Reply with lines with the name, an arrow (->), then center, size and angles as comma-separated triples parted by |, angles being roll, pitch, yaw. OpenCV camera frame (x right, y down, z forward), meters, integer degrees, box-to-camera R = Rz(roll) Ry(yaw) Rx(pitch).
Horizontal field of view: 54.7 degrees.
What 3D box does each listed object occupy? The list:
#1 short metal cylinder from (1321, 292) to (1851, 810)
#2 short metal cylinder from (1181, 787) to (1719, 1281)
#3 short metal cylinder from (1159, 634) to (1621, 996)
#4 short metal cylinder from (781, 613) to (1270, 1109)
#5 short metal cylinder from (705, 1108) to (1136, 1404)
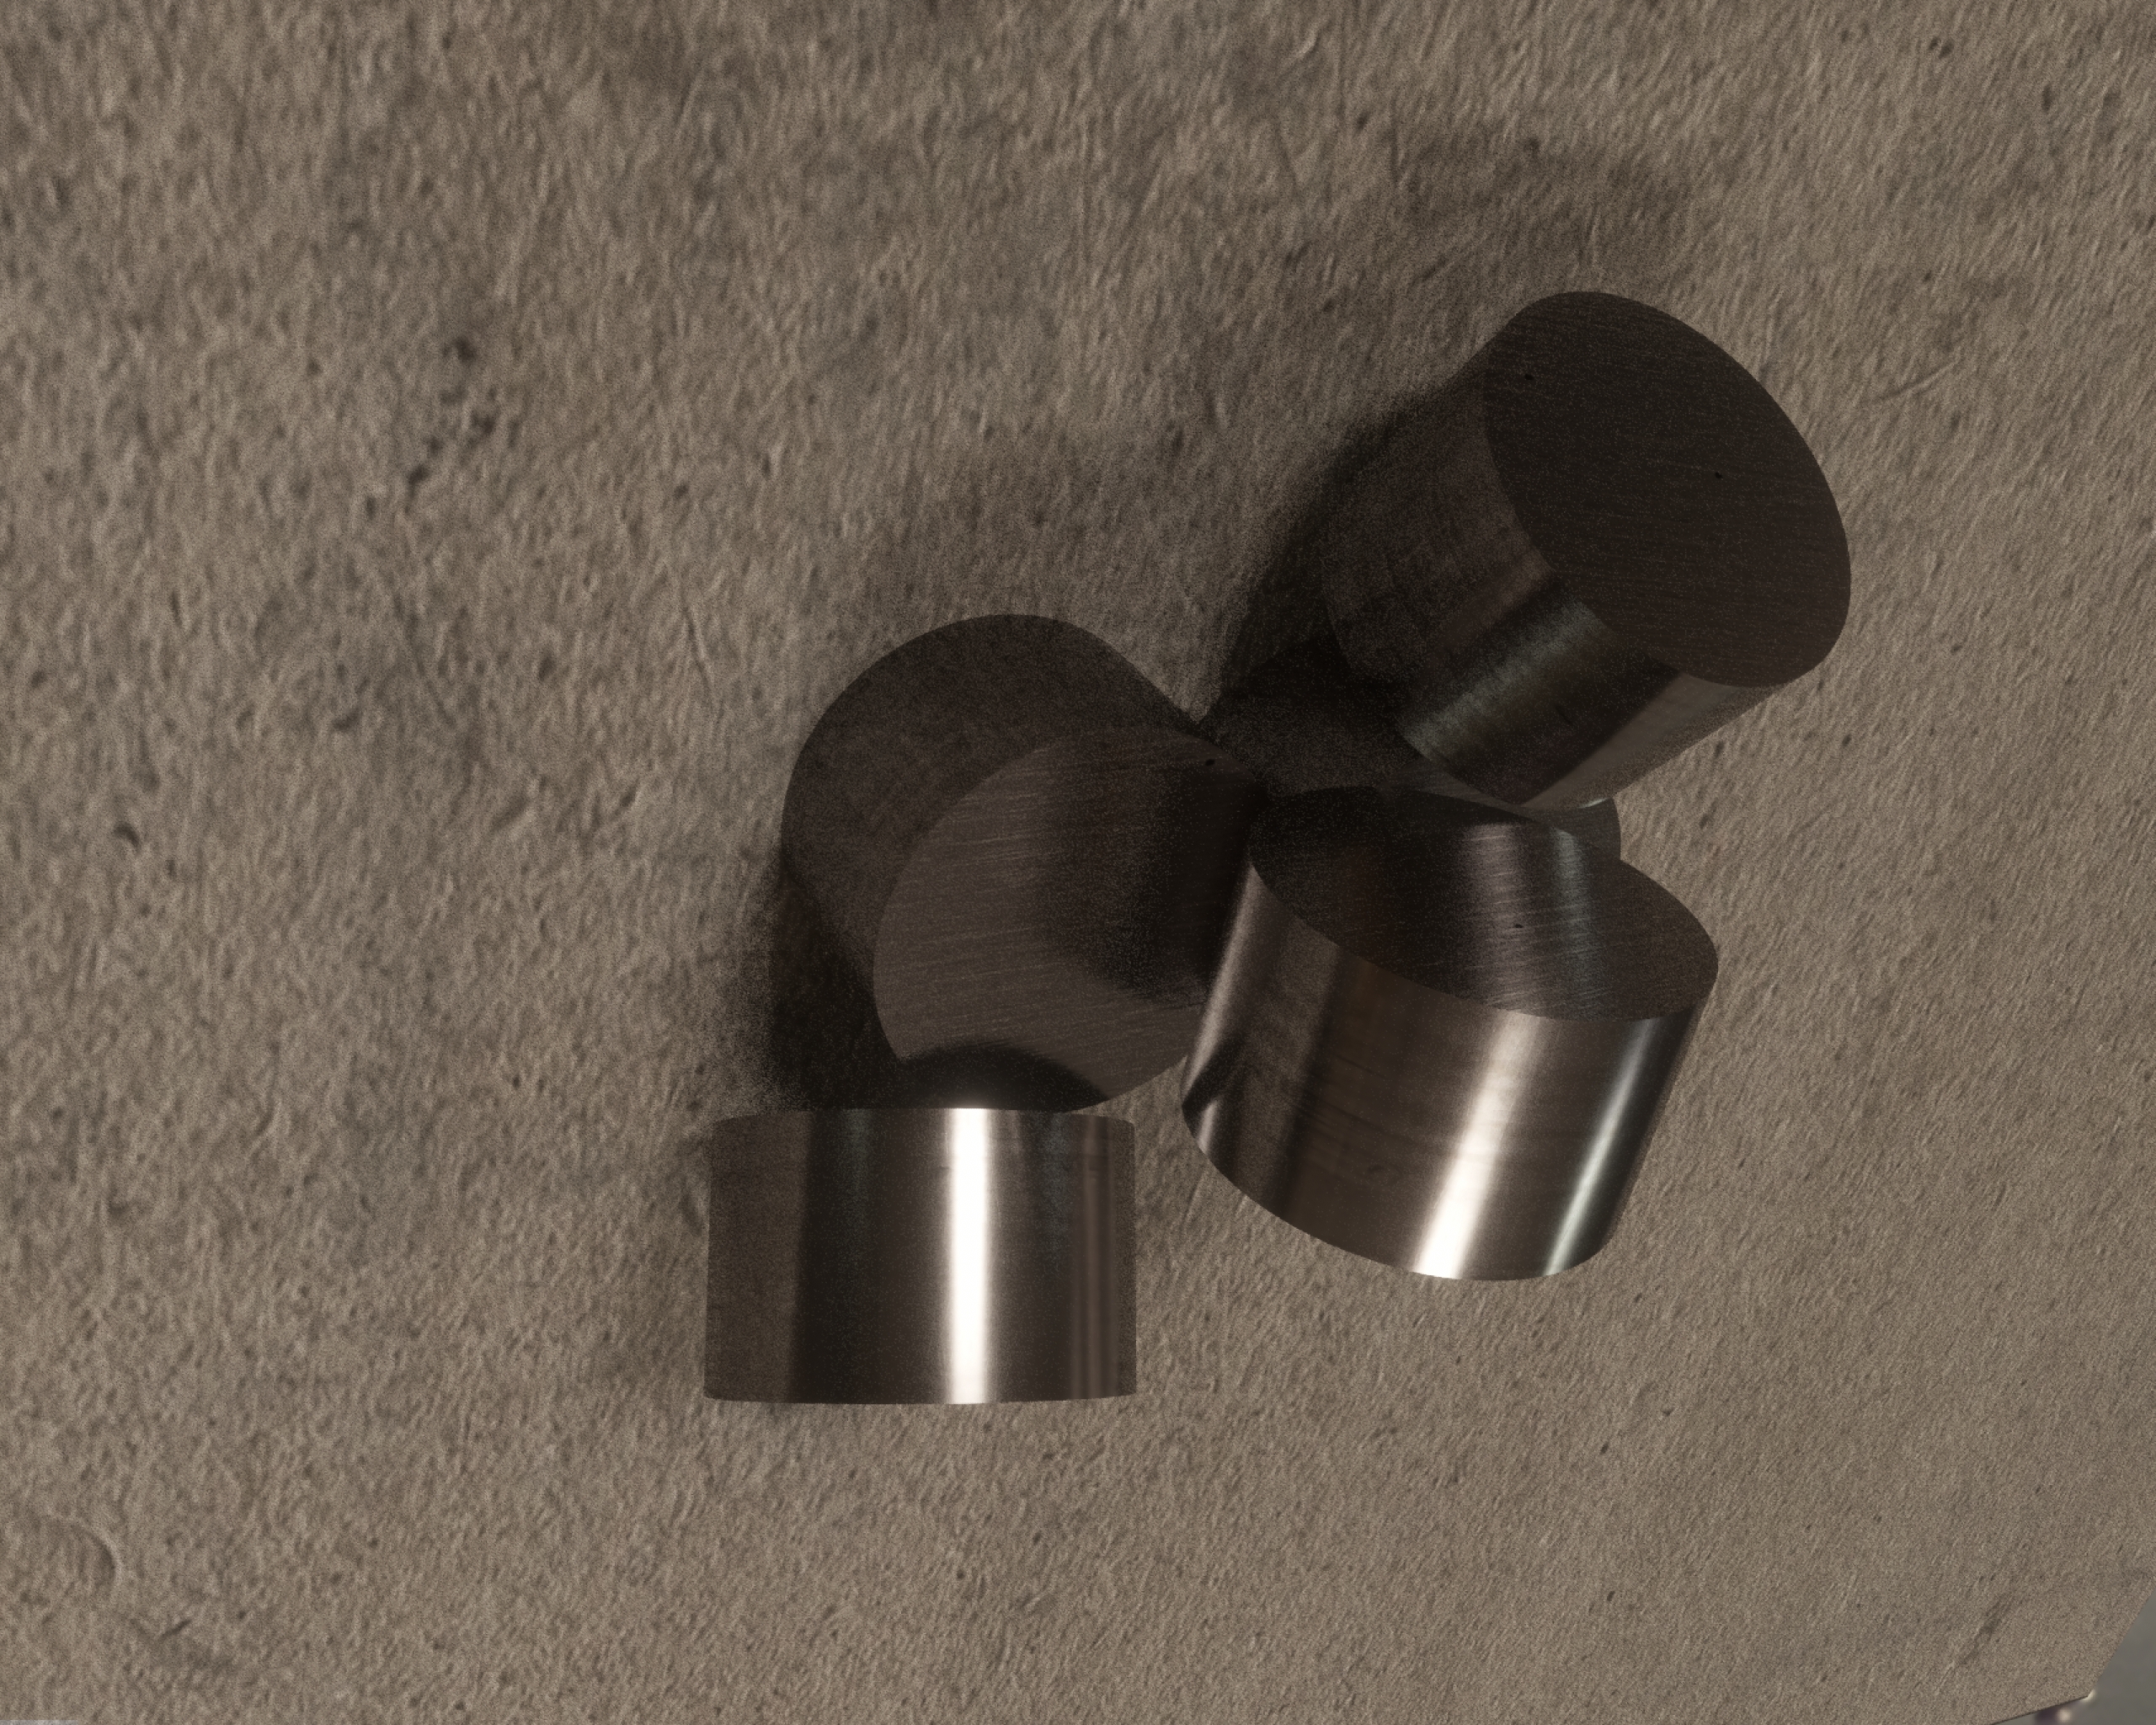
short metal cylinder -> 0.092, -0.056, 0.381 | 0.081, 0.080, 0.050 | 0, 156, -29
short metal cylinder -> 0.063, 0.027, 0.360 | 0.081, 0.080, 0.050 | -2, 119, -28
short metal cylinder -> 0.062, -0.001, 0.427 | 0.081, 0.050, 0.079 | -14, 125, -21
short metal cylinder -> -0.009, 0.000, 0.388 | 0.081, 0.050, 0.079 | -14, 125, -21
short metal cylinder -> -0.029, 0.075, 0.396 | 0.081, 0.080, 0.050 | 7, 76, -32
